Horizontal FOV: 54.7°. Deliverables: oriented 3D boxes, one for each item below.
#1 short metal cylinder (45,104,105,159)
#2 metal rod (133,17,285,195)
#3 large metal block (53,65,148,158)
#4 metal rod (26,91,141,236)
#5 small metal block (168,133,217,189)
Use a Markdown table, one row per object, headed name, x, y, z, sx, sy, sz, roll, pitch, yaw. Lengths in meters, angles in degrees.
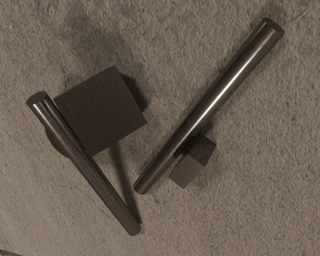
| name | x | y | z | sx | sy | sz | roll | pitch | yaw |
| --- | --- | --- | --- | --- | --- | --- | --- | --- | --- |
| short metal cylinder | -0.118 | 0.001 | 0.451 | 0.080 | 0.050 | 0.079 | 13 | 124 | 20 |
| metal rod | 0.039 | -0.002 | 0.383 | 0.025 | 0.025 | 0.298 | 38 | 129 | 2 |
| large metal block | -0.075 | -0.022 | 0.387 | 0.080 | 0.080 | 0.050 | 61 | 168 | -16 |
| metal rod | -0.092 | 0.071 | 0.445 | 0.025 | 0.025 | 0.299 | 1 | 136 | 27 |
| small metal block | 0.041 | 0.042 | 0.394 | 0.025 | 0.050 | 0.050 | 37 | 129 | 3 |
